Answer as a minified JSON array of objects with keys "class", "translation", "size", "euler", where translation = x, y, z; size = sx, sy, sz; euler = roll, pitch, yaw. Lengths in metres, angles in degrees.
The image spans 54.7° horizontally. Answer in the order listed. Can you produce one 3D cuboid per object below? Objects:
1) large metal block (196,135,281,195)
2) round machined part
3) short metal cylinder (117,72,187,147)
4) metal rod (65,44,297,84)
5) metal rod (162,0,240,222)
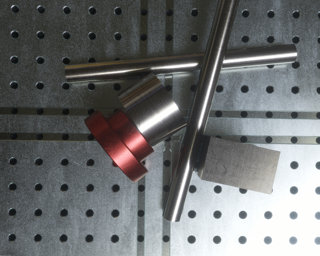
[{"class":"large metal block","translation":[0.091,0.042,0.387],"size":[0.080,0.080,0.050],"euler":[12,90,-1]},{"class":"round machined part","translation":[-0.044,0.015,0.377],"size":[0.042,0.098,0.098],"euler":[-39,91,-5]},{"class":"short metal cylinder","translation":[-0.009,-0.022,0.386],"size":[0.050,0.080,0.080],"euler":[-33,90,0]},{"class":"metal rod","translation":[0.028,-0.086,0.413],"size":[0.302,0.025,0.025],"euler":[-5,90,-1]},{"class":"metal rod","translation":[0.051,-0.024,0.396],"size":[0.025,0.025,0.298],"euler":[14,97,-1]}]
